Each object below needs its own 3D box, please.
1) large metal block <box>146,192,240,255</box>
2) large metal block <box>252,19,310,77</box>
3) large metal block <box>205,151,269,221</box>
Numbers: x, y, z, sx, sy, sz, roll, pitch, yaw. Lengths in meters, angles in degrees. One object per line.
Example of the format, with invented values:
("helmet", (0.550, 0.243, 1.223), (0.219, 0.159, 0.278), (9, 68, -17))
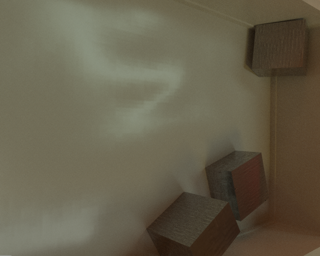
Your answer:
("large metal block", (0.044, 0.135, 0.408), (0.080, 0.080, 0.050), (-37, 113, -34))
("large metal block", (0.211, -0.135, 0.539), (0.050, 0.080, 0.080), (15, 80, -58))
("large metal block", (0.124, 0.088, 0.495), (0.081, 0.050, 0.080), (-21, 104, -38))
